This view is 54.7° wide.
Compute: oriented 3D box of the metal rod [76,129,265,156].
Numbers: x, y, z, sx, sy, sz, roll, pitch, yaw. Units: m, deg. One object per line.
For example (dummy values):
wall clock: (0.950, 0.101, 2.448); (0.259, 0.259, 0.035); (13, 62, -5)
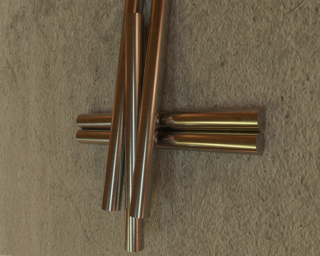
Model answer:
metal rod: (-0.012, 0.015, 0.415); (0.300, 0.025, 0.025); (1, 91, 39)

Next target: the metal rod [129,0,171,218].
metal rod: (-0.010, -0.042, 0.385); (0.025, 0.025, 0.298); (0, 82, 39)

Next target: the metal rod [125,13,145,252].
metal rod: (-0.032, 0.005, 0.398); (0.025, 0.025, 0.298); (0, 90, 39)

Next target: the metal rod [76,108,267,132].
metal rod: (-0.011, -0.010, 0.414); (0.300, 0.025, 0.025); (1, 91, 39)

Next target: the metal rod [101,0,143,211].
metal rod: (-0.049, -0.042, 0.417); (0.025, 0.025, 0.298); (0, 82, 39)
